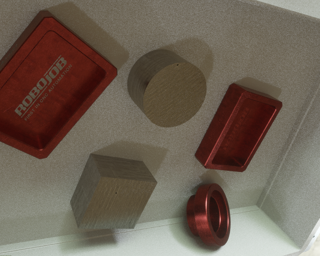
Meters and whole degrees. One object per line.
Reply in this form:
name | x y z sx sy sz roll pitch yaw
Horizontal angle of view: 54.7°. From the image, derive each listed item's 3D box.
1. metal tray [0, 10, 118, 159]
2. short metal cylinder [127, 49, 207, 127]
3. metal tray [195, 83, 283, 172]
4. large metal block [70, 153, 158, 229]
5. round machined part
metal tray | -0.119 -0.039 0.316 0.130 0.030 0.090 -49 129 6
short metal cylinder | 0.008 -0.047 0.369 0.081 0.050 0.079 -14 125 -21
metal tray | 0.120 0.004 0.475 0.091 0.030 0.129 11 113 -33
large metal block | -0.063 0.086 0.413 0.081 0.050 0.079 13 112 -34
round machined part | 0.077 0.142 0.507 0.042 0.098 0.098 -14 137 30
